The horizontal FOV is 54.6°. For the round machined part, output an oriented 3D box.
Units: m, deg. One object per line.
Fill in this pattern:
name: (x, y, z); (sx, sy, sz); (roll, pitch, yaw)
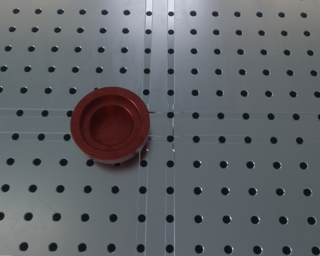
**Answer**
round machined part: (-0.062, -0.001, 0.403); (0.099, 0.042, 0.098); (0, 70, 0)
